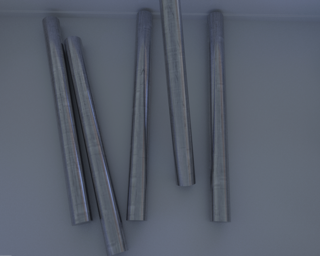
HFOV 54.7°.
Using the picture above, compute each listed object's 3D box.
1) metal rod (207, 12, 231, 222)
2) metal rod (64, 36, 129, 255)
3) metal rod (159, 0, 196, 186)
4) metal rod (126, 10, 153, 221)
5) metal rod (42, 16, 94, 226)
[{"bbox_3d":[0.078,-0.028,0.420,0.025,0.025,0.299,2,70,0],"label":"metal rod"},{"bbox_3d":[-0.088,0.009,0.405,0.025,0.025,0.299,-14,71,-6],"label":"metal rod"},{"bbox_3d":[0.018,-0.079,0.374,0.025,0.025,0.298,-6,95,-2],"label":"metal rod"},{"bbox_3d":[-0.025,-0.030,0.420,0.025,0.025,0.299,1,70,0],"label":"metal rod"},{"bbox_3d":[-0.128,-0.023,0.416,0.025,0.025,0.299,-13,71,-5],"label":"metal rod"}]
